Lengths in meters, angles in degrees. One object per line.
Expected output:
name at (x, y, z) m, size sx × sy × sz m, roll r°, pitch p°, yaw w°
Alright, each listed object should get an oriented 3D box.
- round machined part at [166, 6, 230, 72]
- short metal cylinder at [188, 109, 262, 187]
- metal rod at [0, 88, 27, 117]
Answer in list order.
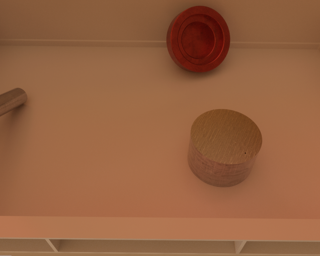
round machined part at (0.056, -0.137, 0.486) m, size 0.099 × 0.097 × 0.042 m, roll -17°, pitch 14°, yaw -14°
short metal cylinder at (0.075, 0.023, 0.370) m, size 0.081 × 0.050 × 0.080 m, roll 0°, pitch 50°, yaw 0°
metal rod at (-0.222, 0.009, 0.305) m, size 0.025 × 0.025 × 0.301 m, roll 7°, pitch 22°, yaw 5°
